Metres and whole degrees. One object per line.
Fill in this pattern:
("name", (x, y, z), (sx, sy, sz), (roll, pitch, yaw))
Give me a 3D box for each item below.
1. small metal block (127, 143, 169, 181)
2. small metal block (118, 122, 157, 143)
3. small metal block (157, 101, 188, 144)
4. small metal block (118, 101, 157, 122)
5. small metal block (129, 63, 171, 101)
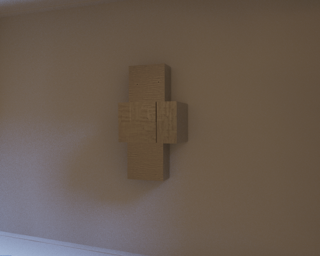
("small metal block", (-0.015, 0.043, 0.414), (0.050, 0.025, 0.050), (0, 90, 20))
("small metal block", (-0.020, 0.005, 0.402), (0.050, 0.050, 0.025), (0, 90, 20))
("small metal block", (0.016, -0.007, 0.390), (0.025, 0.050, 0.050), (0, 90, 20))
("small metal block", (-0.020, -0.020, 0.402), (0.050, 0.050, 0.025), (0, 90, 20))
("small metal block", (-0.013, -0.057, 0.413), (0.050, 0.025, 0.050), (0, 90, 20))
